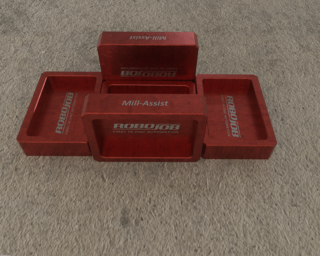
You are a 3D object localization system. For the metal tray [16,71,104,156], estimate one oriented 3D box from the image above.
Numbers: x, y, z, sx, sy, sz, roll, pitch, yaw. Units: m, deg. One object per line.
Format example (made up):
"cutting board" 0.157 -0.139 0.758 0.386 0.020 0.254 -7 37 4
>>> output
"metal tray" -0.126 -0.023 0.419 0.091 0.030 0.130 1 50 0

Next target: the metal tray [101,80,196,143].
"metal tray" -0.016 -0.024 0.421 0.131 0.030 0.090 1 50 0

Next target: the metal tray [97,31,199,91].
"metal tray" -0.016 -0.089 0.437 0.131 0.089 0.030 0 50 -1

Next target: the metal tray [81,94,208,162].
"metal tray" -0.016 0.002 0.358 0.131 0.089 0.030 0 50 0

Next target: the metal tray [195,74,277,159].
"metal tray" 0.095 -0.019 0.419 0.091 0.030 0.130 1 50 0
